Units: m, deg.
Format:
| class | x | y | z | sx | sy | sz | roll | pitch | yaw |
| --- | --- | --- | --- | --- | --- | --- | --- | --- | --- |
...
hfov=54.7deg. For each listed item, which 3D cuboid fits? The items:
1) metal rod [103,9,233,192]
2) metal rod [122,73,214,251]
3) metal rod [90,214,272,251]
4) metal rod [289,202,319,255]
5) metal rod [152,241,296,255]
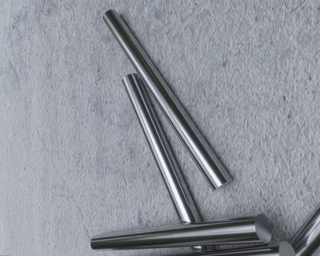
| class | x | y | z | sx | sy | sz | roll | pitch | yaw |
| --- | --- | --- | --- | --- | --- | --- | --- | --- | --- |
| metal rod | -0.002 | -0.052 | 0.406 | 0.025 | 0.025 | 0.299 | -47 | 62 | 30 |
| metal rod | 0.014 | 0.060 | 0.393 | 0.025 | 0.025 | 0.299 | -36 | 68 | 34 |
| metal rod | -0.003 | 0.135 | 0.380 | 0.299 | 0.025 | 0.025 | -26 | 74 | 45 |
| metal rod | 0.122 | 0.140 | 0.304 | 0.025 | 0.025 | 0.298 | 40 | 114 | 33 |
| metal rod | 0.015 | 0.161 | 0.364 | 0.299 | 0.025 | 0.025 | -30 | 71 | 45 |
